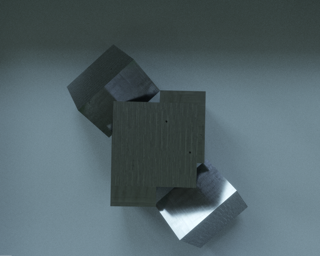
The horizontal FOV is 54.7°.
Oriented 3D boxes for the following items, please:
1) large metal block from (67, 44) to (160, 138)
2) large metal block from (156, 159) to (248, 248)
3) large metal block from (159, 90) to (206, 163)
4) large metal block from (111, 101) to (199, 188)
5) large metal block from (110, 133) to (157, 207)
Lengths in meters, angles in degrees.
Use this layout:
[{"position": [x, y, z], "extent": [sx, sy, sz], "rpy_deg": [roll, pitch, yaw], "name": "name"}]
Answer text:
[{"position": [-0.059, -0.048, 0.374], "extent": [0.080, 0.080, 0.050], "rpy_deg": [-43, 125, 0], "name": "large metal block"}, {"position": [0.053, 0.094, 0.375], "extent": [0.080, 0.080, 0.050], "rpy_deg": [-41, 55, 0], "name": "large metal block"}, {"position": [0.024, -0.001, 0.381], "extent": [0.050, 0.080, 0.080], "rpy_deg": [1, 90, 0], "name": "large metal block"}, {"position": [-0.005, 0.015, 0.317], "extent": [0.081, 0.050, 0.080], "rpy_deg": [2, 90, 0], "name": "large metal block"}, {"position": [-0.029, 0.047, 0.382], "extent": [0.050, 0.080, 0.080], "rpy_deg": [1, 90, 0], "name": "large metal block"}]
